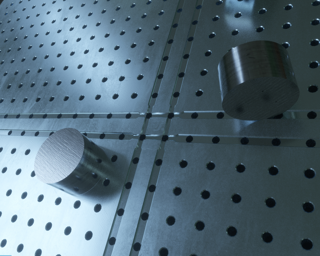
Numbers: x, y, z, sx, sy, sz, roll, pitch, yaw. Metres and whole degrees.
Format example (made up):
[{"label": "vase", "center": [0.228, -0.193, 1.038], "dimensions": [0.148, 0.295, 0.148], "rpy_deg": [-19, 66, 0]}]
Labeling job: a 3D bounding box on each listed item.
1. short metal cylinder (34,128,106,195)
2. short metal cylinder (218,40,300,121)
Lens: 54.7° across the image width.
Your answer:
[{"label": "short metal cylinder", "center": [-0.123, 0.046, 0.426], "dimensions": [0.080, 0.050, 0.080], "rpy_deg": [-13, 56, 20]}, {"label": "short metal cylinder", "center": [0.108, -0.051, 0.347], "dimensions": [0.080, 0.080, 0.050], "rpy_deg": [-13, 57, 21]}]
